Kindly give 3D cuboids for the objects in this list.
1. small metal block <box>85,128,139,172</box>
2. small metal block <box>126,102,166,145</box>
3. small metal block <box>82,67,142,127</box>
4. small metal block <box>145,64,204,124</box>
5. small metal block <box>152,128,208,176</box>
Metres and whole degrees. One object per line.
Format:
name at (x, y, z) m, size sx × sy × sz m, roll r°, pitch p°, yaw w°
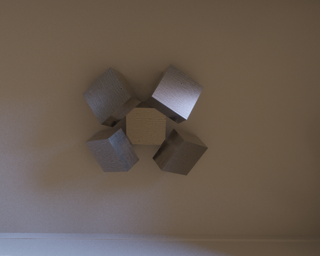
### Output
small metal block at (-0.063, 0.030, 0.407) m, size 0.050 × 0.025 × 0.050 m, roll -9°, pitch 116°, yaw 44°
small metal block at (-0.018, -0.006, 0.406) m, size 0.050 × 0.025 × 0.050 m, roll 1°, pitch 110°, yaw -1°
small metal block at (-0.060, -0.037, 0.381) m, size 0.050 × 0.025 × 0.050 m, roll -41°, pitch 68°, yaw 14°
small metal block at (0.018, -0.041, 0.381) m, size 0.050 × 0.025 × 0.050 m, roll 33°, pitch 69°, yaw -12°
small metal block at (0.027, 0.033, 0.410) m, size 0.050 × 0.025 × 0.050 m, roll 19°, pitch 113°, yaw -44°
